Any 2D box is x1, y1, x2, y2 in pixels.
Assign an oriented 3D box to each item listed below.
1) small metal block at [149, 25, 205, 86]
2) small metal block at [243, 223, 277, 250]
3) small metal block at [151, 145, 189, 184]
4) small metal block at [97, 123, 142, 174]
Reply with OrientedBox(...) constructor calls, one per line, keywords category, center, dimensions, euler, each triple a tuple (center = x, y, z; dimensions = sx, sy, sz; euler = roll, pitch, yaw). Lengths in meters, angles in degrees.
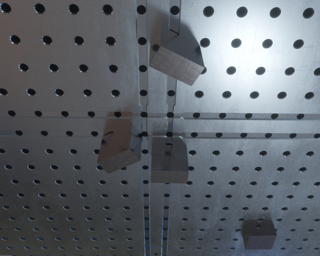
OrientedBox(category="small metal block", center=(0.017, -0.077, 0.330), dimensions=(0.050, 0.050, 0.025), euler=(22, 127, -18))
OrientedBox(category="small metal block", center=(0.188, 0.206, 0.588), dimensions=(0.050, 0.025, 0.050), euler=(-2, 130, 1))
OrientedBox(category="small metal block", center=(0.013, 0.050, 0.438), dimensions=(0.050, 0.050, 0.025), euler=(2, 130, -2))
OrientedBox(category="small metal block", center=(-0.053, 0.027, 0.418), dimensions=(0.050, 0.050, 0.025), euler=(-24, 126, 19))
